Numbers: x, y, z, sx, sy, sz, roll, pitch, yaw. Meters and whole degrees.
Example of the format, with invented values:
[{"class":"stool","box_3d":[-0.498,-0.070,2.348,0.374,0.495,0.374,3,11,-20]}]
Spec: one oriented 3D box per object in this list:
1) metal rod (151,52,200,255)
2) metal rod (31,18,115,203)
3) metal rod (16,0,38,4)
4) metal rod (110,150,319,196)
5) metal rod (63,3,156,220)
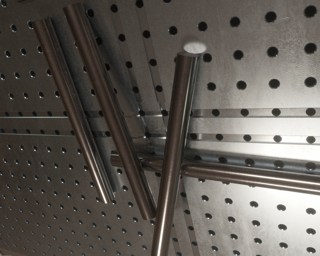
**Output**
[{"class":"metal rod","box_3d":[0.015,0.054,0.403,0.025,0.025,0.298,15,115,19]},{"class":"metal rod","box_3d":[-0.122,-0.010,0.467,0.025,0.025,0.298,0,119,28]},{"class":"metal rod","box_3d":[-0.046,-0.172,0.327,0.300,0.025,0.025,0,118,28]},{"class":"metal rod","box_3d":[0.067,0.056,0.409,0.301,0.025,0.025,4,120,25]},{"class":"metal rod","box_3d":[-0.060,-0.011,0.412,0.025,0.025,0.298,-9,107,32]}]
